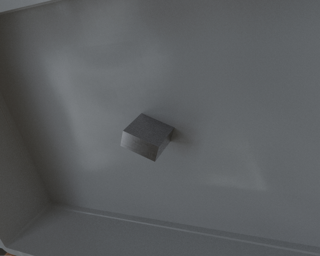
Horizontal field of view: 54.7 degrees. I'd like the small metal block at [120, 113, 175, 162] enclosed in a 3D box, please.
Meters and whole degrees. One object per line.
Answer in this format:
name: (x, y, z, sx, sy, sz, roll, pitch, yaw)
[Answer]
small metal block: (-0.016, 0.011, 0.406, 0.050, 0.050, 0.025, 24, 127, 13)
